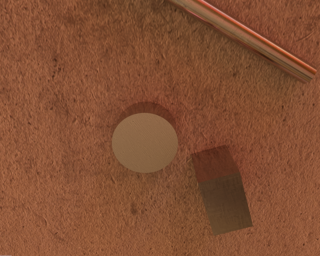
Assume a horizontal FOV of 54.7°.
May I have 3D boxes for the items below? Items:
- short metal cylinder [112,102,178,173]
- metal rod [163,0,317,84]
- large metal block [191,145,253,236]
[{"bbox_3d":[-0.018,0.011,0.400,0.081,0.050,0.079,0,110,-1],"label":"short metal cylinder"},{"bbox_3d":[0.055,-0.134,0.361,0.301,0.025,0.025,27,108,-10],"label":"metal rod"},{"bbox_3d":[0.080,0.079,0.411,0.050,0.080,0.080,-16,110,5],"label":"large metal block"}]
